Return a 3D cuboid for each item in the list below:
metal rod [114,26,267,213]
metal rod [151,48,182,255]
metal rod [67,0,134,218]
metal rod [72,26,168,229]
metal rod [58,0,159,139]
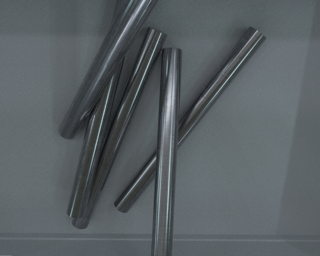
[{"bbox_3d":[0.030,0.000,0.411,0.025,0.025,0.299,34,106,-12],"label":"metal rod"},{"bbox_3d":[0.007,0.054,0.373,0.025,0.025,0.298,3,88,-1],"label":"metal rod"},{"bbox_3d":[-0.074,-0.021,0.390,0.025,0.025,0.298,15,105,-6],"label":"metal rod"},{"bbox_3d":[-0.061,0.013,0.415,0.025,0.025,0.298,22,109,-8],"label":"metal rod"},{"bbox_3d":[-0.050,-0.072,0.309,0.025,0.025,0.298,32,136,-11],"label":"metal rod"}]
